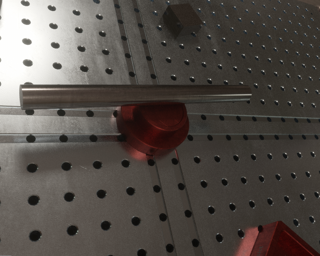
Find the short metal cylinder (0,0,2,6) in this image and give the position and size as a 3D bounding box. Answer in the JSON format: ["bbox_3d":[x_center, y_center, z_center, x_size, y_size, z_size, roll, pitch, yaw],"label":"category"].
[{"bbox_3d":[-0.237,-0.187,0.379,0.081,0.050,0.080,14,56,-21],"label":"short metal cylinder"}]

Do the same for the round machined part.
[{"bbox_3d":[-0.004,-0.017,0.407,0.099,0.042,0.098,14,56,-21],"label":"round machined part"}]

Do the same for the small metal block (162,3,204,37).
[{"bbox_3d":[0.041,-0.192,0.550,0.050,0.025,0.050,-22,74,-36],"label":"small metal block"}]

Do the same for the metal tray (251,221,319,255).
[{"bbox_3d":[0.148,0.190,0.370,0.090,0.030,0.131,41,51,0],"label":"metal tray"}]

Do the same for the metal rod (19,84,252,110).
[{"bbox_3d":[-0.005,-0.040,0.377,0.303,0.025,0.025,-5,64,-31],"label":"metal rod"}]
